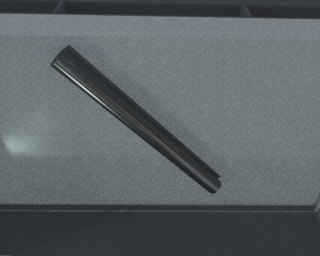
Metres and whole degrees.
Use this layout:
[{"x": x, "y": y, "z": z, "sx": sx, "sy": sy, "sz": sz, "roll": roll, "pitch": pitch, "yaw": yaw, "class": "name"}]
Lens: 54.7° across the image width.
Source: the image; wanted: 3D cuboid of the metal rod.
[{"x": -0.013, "y": 0.007, "z": 0.414, "sx": 0.025, "sy": 0.025, "sz": 0.301, "roll": -34, "pitch": 123, "yaw": 25, "class": "metal rod"}]
